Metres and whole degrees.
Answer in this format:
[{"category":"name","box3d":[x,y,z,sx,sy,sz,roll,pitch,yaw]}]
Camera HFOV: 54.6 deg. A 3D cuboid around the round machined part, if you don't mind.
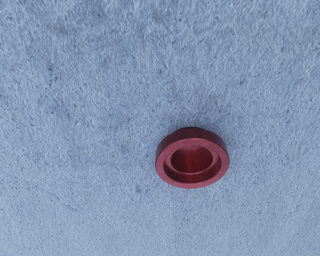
[{"category":"round machined part","box3d":[0.043,0.037,0.427,0.099,0.042,0.097,0,130,0]}]
